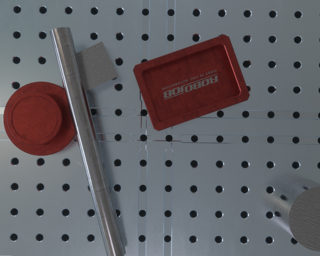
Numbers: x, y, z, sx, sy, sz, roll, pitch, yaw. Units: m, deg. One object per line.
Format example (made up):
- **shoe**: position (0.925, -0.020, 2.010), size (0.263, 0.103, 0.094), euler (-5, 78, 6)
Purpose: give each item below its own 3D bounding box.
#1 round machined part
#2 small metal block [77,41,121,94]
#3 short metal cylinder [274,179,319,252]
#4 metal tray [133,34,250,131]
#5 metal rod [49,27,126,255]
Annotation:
- **round machined part**: position (-0.155, -0.012, 0.404), size (0.099, 0.042, 0.097), euler (0, 90, 0)
- **small metal block**: position (-0.087, -0.079, 0.413), size (0.050, 0.025, 0.050), euler (-25, 90, 0)
- **short metal cylinder**: position (0.197, 0.111, 0.403), size (0.081, 0.050, 0.079), euler (0, 90, 0)
- **metal tray**: position (0.040, -0.058, 0.411), size (0.131, 0.030, 0.090), euler (-19, 90, 0)
- **metal rod**: position (-0.090, 0.024, 0.397), size (0.025, 0.025, 0.298), euler (-13, 96, 0)
